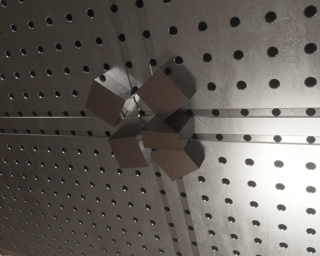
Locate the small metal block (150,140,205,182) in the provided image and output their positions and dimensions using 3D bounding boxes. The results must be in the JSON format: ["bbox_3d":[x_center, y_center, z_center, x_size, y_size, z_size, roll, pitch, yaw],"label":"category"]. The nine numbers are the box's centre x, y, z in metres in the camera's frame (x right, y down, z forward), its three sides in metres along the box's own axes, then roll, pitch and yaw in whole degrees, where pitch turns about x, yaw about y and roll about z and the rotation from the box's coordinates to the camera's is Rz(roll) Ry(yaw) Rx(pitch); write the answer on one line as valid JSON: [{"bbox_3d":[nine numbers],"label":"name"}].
[{"bbox_3d":[0.023,0.039,0.422,0.050,0.025,0.050,-34,100,38],"label":"small metal block"}]

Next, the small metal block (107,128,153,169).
[{"bbox_3d":[-0.041,0.030,0.450,0.050,0.025,0.050,-8,115,31],"label":"small metal block"}]

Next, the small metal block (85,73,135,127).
[{"bbox_3d":[-0.069,-0.038,0.423,0.050,0.025,0.050,34,129,5],"label":"small metal block"}]

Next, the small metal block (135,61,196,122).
[{"bbox_3d":[0.007,-0.044,0.379,0.050,0.025,0.050,47,129,-5],"label":"small metal block"}]

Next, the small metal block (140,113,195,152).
[{"bbox_3d":[0.011,0.004,0.390,0.050,0.050,0.025,5,120,25],"label":"small metal block"}]
